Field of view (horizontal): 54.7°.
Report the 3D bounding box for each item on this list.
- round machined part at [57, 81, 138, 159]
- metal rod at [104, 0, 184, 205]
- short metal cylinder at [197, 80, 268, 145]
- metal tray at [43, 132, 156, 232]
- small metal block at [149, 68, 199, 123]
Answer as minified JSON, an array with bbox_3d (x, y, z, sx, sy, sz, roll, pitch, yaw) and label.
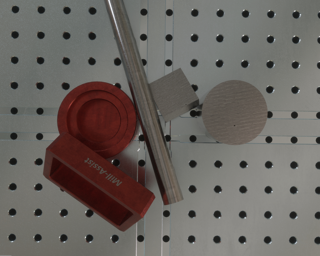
[{"bbox_3d":[-0.078,-0.009,0.404,0.099,0.042,0.097,0,90,-1],"label":"round machined part"},{"bbox_3d":[-0.026,-0.053,0.392,0.025,0.025,0.299,-17,82,0],"label":"metal rod"},{"bbox_3d":[0.091,-0.019,0.402,0.081,0.050,0.079,0,90,-1],"label":"short metal cylinder"},{"bbox_3d":[-0.079,0.070,0.379,0.130,0.090,0.030,36,54,-1],"label":"metal tray"},{"bbox_3d":[0.017,-0.043,0.407,0.050,0.025,0.050,-28,73,0],"label":"small metal block"}]
